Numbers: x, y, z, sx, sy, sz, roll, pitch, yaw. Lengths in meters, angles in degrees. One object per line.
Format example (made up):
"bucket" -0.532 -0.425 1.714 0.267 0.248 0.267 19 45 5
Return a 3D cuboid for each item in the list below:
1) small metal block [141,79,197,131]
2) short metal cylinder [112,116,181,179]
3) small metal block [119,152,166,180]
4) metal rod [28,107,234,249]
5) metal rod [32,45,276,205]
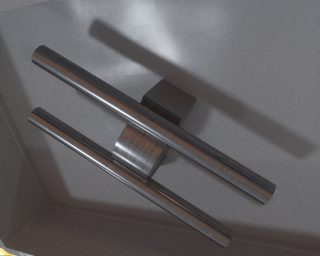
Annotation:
"small metal block" 0.009 -0.027 0.368 0.050 0.050 0.025 32 128 7
"short metal cylinder" -0.016 0.017 0.389 0.050 0.080 0.079 32 128 7
"small metal block" -0.028 0.048 0.433 0.050 0.050 0.025 32 128 7
"metal rod" -0.043 0.060 0.402 0.301 0.025 0.025 31 128 7
"metal rod" -0.013 -0.008 0.343 0.301 0.025 0.025 31 128 7
